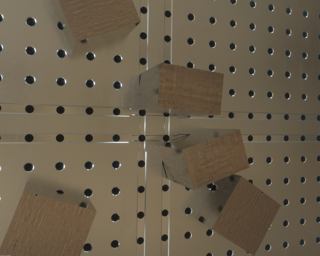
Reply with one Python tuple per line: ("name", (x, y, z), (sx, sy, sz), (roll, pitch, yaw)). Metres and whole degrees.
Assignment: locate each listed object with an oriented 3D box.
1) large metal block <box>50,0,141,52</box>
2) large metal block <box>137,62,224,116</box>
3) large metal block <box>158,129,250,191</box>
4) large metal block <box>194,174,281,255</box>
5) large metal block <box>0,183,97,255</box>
("large metal block", (-0.081, -0.147, 0.370), (0.081, 0.050, 0.080), (-25, 99, -19))
("large metal block", (0.023, -0.044, 0.393), (0.081, 0.080, 0.050), (6, 88, -20))
("large metal block", (0.054, 0.036, 0.405), (0.081, 0.080, 0.050), (-18, 96, -19))
("large metal block", (0.110, 0.119, 0.442), (0.080, 0.050, 0.080), (36, 78, -17))
("large metal block", (-0.128, 0.116, 0.353), (0.080, 0.050, 0.080), (22, 83, -19))
